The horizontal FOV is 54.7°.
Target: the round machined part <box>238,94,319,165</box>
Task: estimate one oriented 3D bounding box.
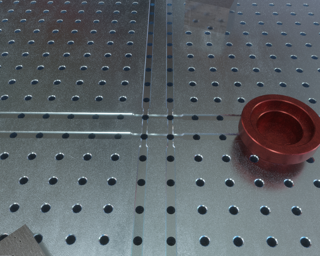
[{"bbox_3d":[0.149,0.006,0.392,0.099,0.042,0.098,0,50,0],"label":"round machined part"}]

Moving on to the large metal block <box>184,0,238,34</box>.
[{"bbox_3d":[0.098,-0.229,0.584,0.080,0.050,0.080,17,52,14],"label":"large metal block"}]

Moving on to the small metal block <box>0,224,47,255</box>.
[{"bbox_3d":[-0.137,0.131,0.297,0.050,0.025,0.050,-34,58,-25],"label":"small metal block"}]
